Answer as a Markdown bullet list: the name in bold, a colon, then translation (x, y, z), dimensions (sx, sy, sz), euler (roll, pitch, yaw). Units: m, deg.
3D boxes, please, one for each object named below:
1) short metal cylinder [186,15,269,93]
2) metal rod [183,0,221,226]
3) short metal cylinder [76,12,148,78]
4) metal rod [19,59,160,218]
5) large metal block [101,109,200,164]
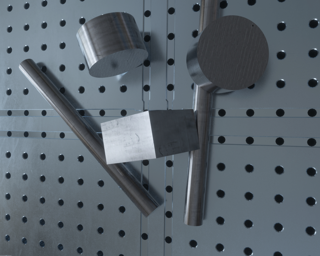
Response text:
- **short metal cylinder**: translation (0.075, -0.081, 0.356), dimensions (0.081, 0.050, 0.079), euler (0, 92, -8)
- **metal rod**: translation (0.054, -0.027, 0.393), dimensions (0.025, 0.025, 0.298), euler (5, 92, 20)
- **short metal cylinder**: translation (-0.062, -0.106, 0.405), dimensions (0.080, 0.080, 0.050), euler (-23, 83, 18)
- **metal rod**: translation (-0.109, 0.007, 0.450), dimensions (0.300, 0.025, 0.025), euler (47, 104, 14)
- **large metal block**: translation (-0.011, 0.010, 0.375), dimensions (0.080, 0.081, 0.050), euler (-12, 86, 41)
